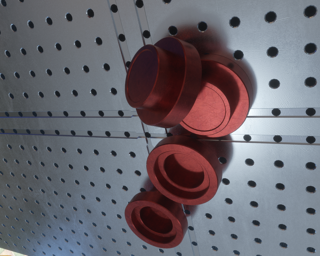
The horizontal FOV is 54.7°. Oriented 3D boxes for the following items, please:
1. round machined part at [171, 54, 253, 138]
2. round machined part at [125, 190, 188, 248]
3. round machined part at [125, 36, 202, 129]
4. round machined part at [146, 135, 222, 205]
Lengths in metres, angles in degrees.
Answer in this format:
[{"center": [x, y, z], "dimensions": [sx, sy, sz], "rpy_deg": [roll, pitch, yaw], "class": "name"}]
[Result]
[{"center": [0.052, -0.031, 0.353], "dimensions": [0.098, 0.042, 0.097], "rpy_deg": [13, 124, 20], "class": "round machined part"}, {"center": [-0.002, 0.137, 0.485], "dimensions": [0.098, 0.042, 0.097], "rpy_deg": [13, 124, 20], "class": "round machined part"}, {"center": [-0.003, -0.051, 0.333], "dimensions": [0.042, 0.098, 0.097], "rpy_deg": [11, 138, -33], "class": "round machined part"}, {"center": [0.035, 0.051, 0.413], "dimensions": [0.098, 0.042, 0.097], "rpy_deg": [13, 124, 20], "class": "round machined part"}]
